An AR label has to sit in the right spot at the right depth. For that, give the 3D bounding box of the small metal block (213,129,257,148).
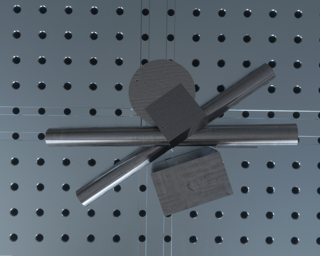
[{"bbox_3d":[0.093,0.012,0.398,0.050,0.050,0.025,0,90,1],"label":"small metal block"}]

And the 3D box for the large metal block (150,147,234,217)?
[{"bbox_3d":[0.035,0.061,0.382,0.080,0.080,0.050,-18,90,0],"label":"large metal block"}]

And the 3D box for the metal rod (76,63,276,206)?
[{"bbox_3d":[0.021,0.009,0.411,0.301,0.025,0.025,-34,90,0],"label":"metal rod"}]

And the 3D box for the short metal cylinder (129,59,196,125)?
[{"bbox_3d":[0.003,-0.043,0.397,0.081,0.050,0.079,0,89,0],"label":"short metal cylinder"}]

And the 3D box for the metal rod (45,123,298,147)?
[{"bbox_3d":[0.003,0.010,0.375,0.301,0.025,0.025,-1,90,13],"label":"metal rod"}]

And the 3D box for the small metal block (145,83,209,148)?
[{"bbox_3d":[0.019,-0.014,0.352,0.050,0.025,0.050,-35,68,0],"label":"small metal block"}]
